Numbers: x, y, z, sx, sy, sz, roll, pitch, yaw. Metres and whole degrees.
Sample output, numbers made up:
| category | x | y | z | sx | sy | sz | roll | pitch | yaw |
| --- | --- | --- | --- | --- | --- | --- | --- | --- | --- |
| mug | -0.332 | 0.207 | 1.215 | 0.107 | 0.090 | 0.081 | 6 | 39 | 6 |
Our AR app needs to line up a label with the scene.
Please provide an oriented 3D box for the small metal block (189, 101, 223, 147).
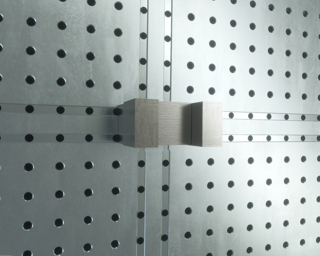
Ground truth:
| category | x | y | z | sx | sy | sz | roll | pitch | yaw |
| --- | --- | --- | --- | --- | --- | --- | --- | --- | --- |
| small metal block | 0.050 | -0.004 | 0.364 | 0.025 | 0.050 | 0.050 | 1 | 90 | -20 |

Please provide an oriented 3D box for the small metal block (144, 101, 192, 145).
| category | x | y | z | sx | sy | sz | roll | pitch | yaw |
| --- | --- | --- | --- | --- | --- | --- | --- | --- | --- |
| small metal block | 0.009 | -0.005 | 0.364 | 0.050 | 0.025 | 0.050 | 1 | 90 | -21 |

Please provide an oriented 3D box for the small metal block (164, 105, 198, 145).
| category | x | y | z | sx | sy | sz | roll | pitch | yaw |
| --- | --- | --- | --- | --- | --- | --- | --- | --- | --- |
| small metal block | 0.027 | -0.004 | 0.410 | 0.025 | 0.050 | 0.050 | -1 | 91 | -20 |

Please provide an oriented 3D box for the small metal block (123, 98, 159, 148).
| category | x | y | z | sx | sy | sz | roll | pitch | yaw |
| --- | --- | --- | --- | --- | --- | --- | --- | --- | --- |
| small metal block | -0.022 | -0.005 | 0.338 | 0.025 | 0.050 | 0.050 | 1 | 90 | -20 |

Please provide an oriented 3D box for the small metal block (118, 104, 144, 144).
| category | x | y | z | sx | sy | sz | roll | pitch | yaw |
| --- | --- | --- | --- | --- | --- | --- | --- | --- | --- |
| small metal block | -0.034 | -0.005 | 0.387 | 0.025 | 0.050 | 0.050 | 1 | 90 | -20 |
